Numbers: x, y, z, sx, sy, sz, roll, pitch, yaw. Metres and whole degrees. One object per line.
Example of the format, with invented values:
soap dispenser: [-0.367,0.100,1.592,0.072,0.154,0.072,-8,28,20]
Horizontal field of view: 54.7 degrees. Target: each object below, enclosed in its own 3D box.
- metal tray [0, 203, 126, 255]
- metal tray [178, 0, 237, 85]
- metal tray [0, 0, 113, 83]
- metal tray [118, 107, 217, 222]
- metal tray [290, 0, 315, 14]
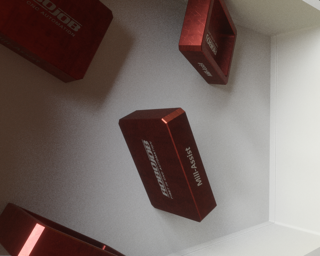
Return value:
metal tray: [-0.082,0.118,0.295,0.130,0.090,0.030,39,66,-33]
metal tray: [0.071,-0.123,0.428,0.130,0.030,0.090,26,74,-62]
metal tray: [-0.119,-0.115,0.303,0.130,0.030,0.090,33,70,-35]
metal tray: [0.008,0.042,0.370,0.030,0.090,0.129,-32,110,-35]
metal tray: [0.290,-0.320,0.647,0.130,0.030,0.090,46,63,-30]
